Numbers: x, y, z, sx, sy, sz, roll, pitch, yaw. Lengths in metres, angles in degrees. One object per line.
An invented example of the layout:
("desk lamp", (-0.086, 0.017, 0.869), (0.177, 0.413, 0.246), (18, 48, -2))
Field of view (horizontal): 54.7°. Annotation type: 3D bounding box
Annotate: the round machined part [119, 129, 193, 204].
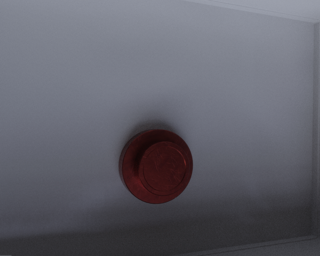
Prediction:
("round machined part", (-0.001, 0.050, 0.402), (0.099, 0.042, 0.097), (0, 90, -21))
